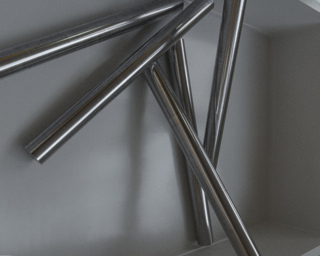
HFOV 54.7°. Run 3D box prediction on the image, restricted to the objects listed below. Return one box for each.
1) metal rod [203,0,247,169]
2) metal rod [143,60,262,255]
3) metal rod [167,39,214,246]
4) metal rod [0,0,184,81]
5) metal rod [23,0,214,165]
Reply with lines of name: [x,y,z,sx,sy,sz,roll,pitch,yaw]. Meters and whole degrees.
metal rod: [0.080,-0.059,0.397,0.025,0.025,0.298,-23,130,-38]
metal rod: [0.053,0.049,0.376,0.025,0.025,0.299,-20,79,-39]
metal rod: [0.045,0.026,0.446,0.025,0.025,0.298,-16,100,-39]
metal rod: [-0.080,-0.102,0.340,0.302,0.025,0.025,-34,111,-35]
metal rod: [-0.031,-0.072,0.364,0.301,0.025,0.025,-47,119,-24]
